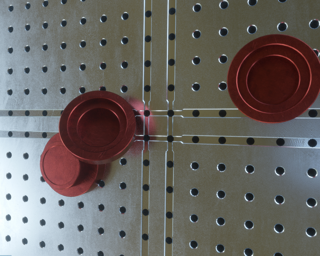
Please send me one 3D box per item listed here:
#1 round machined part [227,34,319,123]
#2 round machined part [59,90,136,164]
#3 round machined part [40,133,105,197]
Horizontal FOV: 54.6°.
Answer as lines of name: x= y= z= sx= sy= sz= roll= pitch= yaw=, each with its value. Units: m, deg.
round machined part: x=0.130 y=-0.054 z=0.358 sx=0.098 sy=0.042 sz=0.097 roll=0 pitch=90 yaw=20
round machined part: x=-0.081 y=0.002 z=0.418 sx=0.099 sy=0.042 sz=0.098 roll=1 pitch=69 yaw=-2
round machined part: x=-0.134 y=0.052 z=0.451 sx=0.098 sy=0.042 sz=0.097 roll=0 pitch=90 yaw=20
